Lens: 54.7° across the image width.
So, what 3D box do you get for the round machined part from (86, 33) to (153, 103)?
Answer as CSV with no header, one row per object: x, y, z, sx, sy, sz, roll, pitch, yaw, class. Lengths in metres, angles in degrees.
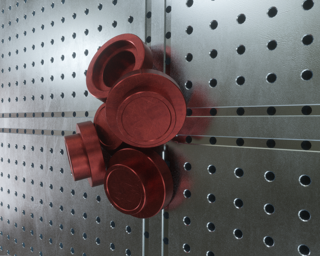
-0.050,-0.076,0.423,0.098,0.042,0.098,-14,62,28,round machined part

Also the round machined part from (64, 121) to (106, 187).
-0.113,0.041,0.458,0.098,0.042,0.097,167,90,-70,round machined part

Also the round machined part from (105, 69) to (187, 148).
-0.017,-0.018,0.372,0.042,0.099,0.097,-99,34,-65,round machined part

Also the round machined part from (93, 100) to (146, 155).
-0.058,-0.003,0.442,0.098,0.042,0.097,0,90,39,round machined part

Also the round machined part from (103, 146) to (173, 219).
-0.035,0.074,0.409,0.098,0.042,0.097,9,106,32,round machined part
